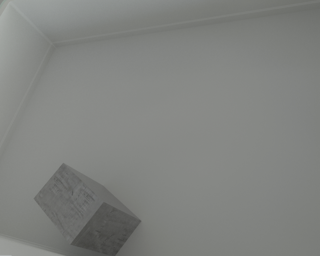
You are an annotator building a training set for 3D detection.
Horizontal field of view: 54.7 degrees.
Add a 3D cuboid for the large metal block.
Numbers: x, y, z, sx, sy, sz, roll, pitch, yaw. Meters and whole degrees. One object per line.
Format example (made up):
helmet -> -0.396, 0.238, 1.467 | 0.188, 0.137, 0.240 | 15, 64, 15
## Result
large metal block -> -0.081, 0.094, 0.354 | 0.080, 0.080, 0.050 | 31, 79, 37
